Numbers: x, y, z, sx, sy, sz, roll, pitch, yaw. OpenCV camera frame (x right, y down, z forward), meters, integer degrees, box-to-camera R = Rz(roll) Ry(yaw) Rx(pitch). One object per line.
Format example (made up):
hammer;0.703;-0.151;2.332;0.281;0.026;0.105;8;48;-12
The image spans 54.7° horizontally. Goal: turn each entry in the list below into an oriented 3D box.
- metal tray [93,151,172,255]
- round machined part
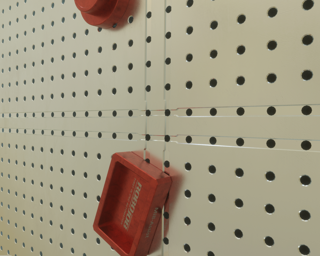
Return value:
metal tray;-0.043;0.109;0.439;0.090;0.030;0.129;28;107;36
round machined part;-0.095;-0.207;0.474;0.098;0.042;0.097;0;90;39
